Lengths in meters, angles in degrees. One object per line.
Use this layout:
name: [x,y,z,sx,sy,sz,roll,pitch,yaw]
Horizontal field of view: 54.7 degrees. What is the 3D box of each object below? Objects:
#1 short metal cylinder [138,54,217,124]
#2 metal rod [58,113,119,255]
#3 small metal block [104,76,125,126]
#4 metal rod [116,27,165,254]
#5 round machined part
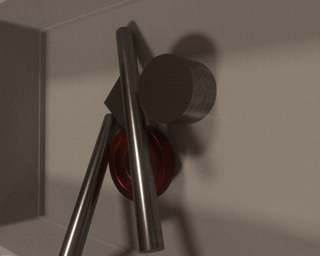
short metal cylinder: [0.020,-0.045,0.372,0.080,0.050,0.079,0,90,39]
metal rod: [-0.096,0.108,0.384,0.025,0.025,0.300,-19,46,38]
small metal block: [-0.047,-0.038,0.444,0.050,0.025,0.050,50,119,28]
metal rod: [-0.030,-0.008,0.377,0.025,0.025,0.299,-32,54,35]
round machined part: [-0.019,0.045,0.410,0.098,0.042,0.097,0,90,39]
